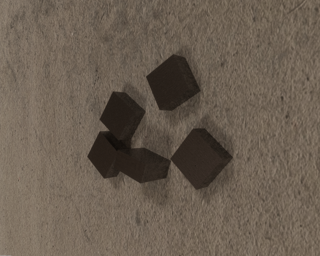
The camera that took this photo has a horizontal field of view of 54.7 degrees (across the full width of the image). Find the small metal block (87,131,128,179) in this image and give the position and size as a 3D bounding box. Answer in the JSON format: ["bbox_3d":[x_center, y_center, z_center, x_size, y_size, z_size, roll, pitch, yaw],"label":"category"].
[{"bbox_3d":[-0.078,0.040,0.467,0.050,0.025,0.050,44,116,30],"label":"small metal block"}]

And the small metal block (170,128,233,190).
[{"bbox_3d":[0.048,0.036,0.364,0.050,0.025,0.050,49,119,28],"label":"small metal block"}]

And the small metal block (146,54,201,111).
[{"bbox_3d":[0.016,-0.056,0.390,0.050,0.025,0.050,-34,70,34],"label":"small metal block"}]

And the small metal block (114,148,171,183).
[{"bbox_3d":[-0.023,0.047,0.406,0.050,0.050,0.025,23,105,37],"label":"small metal block"}]

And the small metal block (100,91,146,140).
[{"bbox_3d":[-0.055,-0.018,0.448,0.050,0.025,0.050,44,116,31],"label":"small metal block"}]
